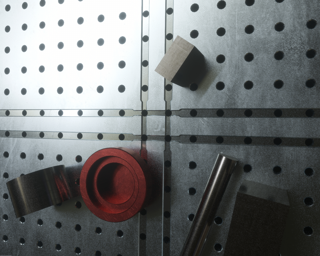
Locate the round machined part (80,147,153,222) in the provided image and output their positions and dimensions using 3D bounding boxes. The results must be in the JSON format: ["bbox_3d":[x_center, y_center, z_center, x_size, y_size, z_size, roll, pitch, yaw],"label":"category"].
[{"bbox_3d":[-0.056,0.074,0.422,0.098,0.042,0.097,0,90,19],"label":"round machined part"}]

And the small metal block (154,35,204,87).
[{"bbox_3d":[0.025,-0.082,0.390,0.025,0.050,0.050,38,102,16],"label":"small metal block"}]

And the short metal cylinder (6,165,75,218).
[{"bbox_3d":[-0.169,0.089,0.441,0.080,0.080,0.050,-22,83,18],"label":"short metal cylinder"}]

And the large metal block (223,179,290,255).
[{"bbox_3d":[0.107,0.108,0.345,0.050,0.080,0.079,13,94,19],"label":"large metal block"}]

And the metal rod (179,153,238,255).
[{"bbox_3d":[0.034,0.175,0.399,0.025,0.025,0.298,22,97,18],"label":"metal rod"}]
